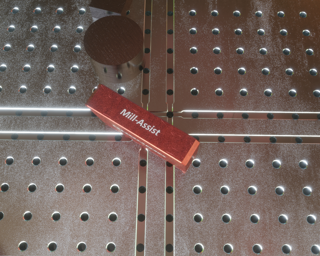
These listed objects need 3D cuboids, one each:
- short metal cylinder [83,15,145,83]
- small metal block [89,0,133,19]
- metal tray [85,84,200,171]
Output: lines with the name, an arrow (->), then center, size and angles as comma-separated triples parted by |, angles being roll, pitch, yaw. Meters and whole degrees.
short metal cylinder -> -0.062, -0.110, 0.438 | 0.081, 0.050, 0.080 | 0, 70, 0
small metal block -> -0.075, -0.194, 0.482 | 0.050, 0.025, 0.050 | 15, 71, 5
metal tray -> -0.017, 0.003, 0.373 | 0.130, 0.090, 0.030 | 31, 82, 10
